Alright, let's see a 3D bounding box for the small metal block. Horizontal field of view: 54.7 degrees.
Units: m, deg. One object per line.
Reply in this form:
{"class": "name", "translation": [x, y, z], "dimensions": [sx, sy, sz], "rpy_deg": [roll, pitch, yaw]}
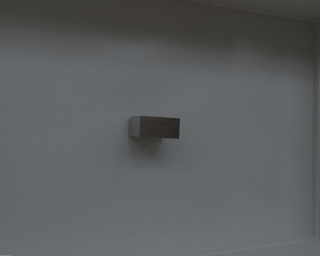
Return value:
{"class": "small metal block", "translation": [-0.008, -0.001, 0.391], "dimensions": [0.050, 0.050, 0.025], "rpy_deg": [3, 89, -20]}
